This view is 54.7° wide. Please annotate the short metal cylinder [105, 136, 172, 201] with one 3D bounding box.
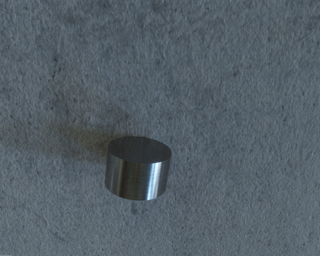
[{"bbox_3d":[-0.028,0.049,0.398,0.081,0.080,0.050,7,110,-3],"label":"short metal cylinder"}]
